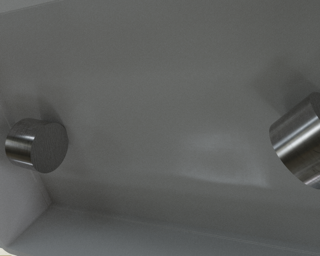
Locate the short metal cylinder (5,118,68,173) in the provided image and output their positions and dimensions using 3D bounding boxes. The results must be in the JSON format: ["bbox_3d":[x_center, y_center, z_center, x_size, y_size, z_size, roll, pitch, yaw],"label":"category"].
[{"bbox_3d":[-0.192,0.027,0.488,0.050,0.080,0.079,10,123,22],"label":"short metal cylinder"}]

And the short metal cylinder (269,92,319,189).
[{"bbox_3d":[0.155,0.012,0.299,0.080,0.080,0.050,41,129,0],"label":"short metal cylinder"}]
